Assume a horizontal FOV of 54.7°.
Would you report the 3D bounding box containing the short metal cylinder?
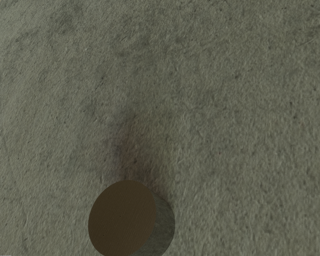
[{"bbox_3d":[-0.030,0.103,0.339,0.080,0.050,0.080,-13,56,20],"label":"short metal cylinder"}]
